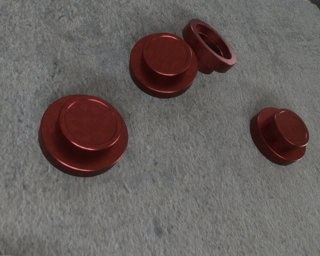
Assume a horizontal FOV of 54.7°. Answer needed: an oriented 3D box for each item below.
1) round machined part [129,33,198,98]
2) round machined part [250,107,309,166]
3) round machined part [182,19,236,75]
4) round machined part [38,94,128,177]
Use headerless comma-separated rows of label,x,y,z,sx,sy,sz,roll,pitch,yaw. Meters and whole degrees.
round machined part,0.007,-0.094,0.438,0.099,0.042,0.098,3,69,-9
round machined part,0.198,0.008,0.498,0.099,0.042,0.098,14,56,-21
round machined part,0.073,-0.125,0.500,0.098,0.042,0.098,28,39,-25
round machined part,-0.082,0.002,0.348,0.099,0.042,0.098,14,56,-21
